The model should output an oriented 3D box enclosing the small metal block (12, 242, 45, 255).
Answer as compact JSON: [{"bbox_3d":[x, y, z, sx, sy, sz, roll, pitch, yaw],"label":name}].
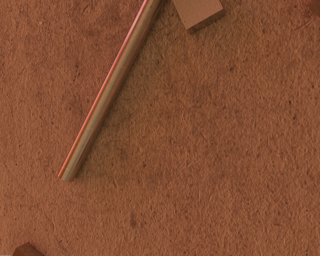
[{"bbox_3d":[-0.206,0.216,0.480,0.050,0.025,0.050,32,100,17],"label":"small metal block"}]

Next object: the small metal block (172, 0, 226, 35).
[{"bbox_3d":[0.048,-0.155,0.391,0.050,0.025,0.050,-26,82,18],"label":"small metal block"}]

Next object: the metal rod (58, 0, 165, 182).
[{"bbox_3d":[-0.069,-0.057,0.431,0.025,0.025,0.299,31,100,17],"label":"metal rod"}]

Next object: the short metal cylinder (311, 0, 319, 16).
[{"bbox_3d":[0.197,-0.149,0.311,0.080,0.080,0.050,2,91,19],"label":"short metal cylinder"}]
